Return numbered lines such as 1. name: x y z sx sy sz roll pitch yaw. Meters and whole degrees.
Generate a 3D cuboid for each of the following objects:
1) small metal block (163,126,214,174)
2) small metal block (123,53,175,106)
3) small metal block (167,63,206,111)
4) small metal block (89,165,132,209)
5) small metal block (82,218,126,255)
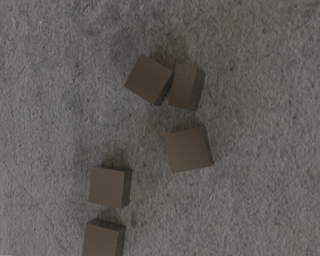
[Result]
1. small metal block: 0.037 0.028 0.395 0.050 0.025 0.050 -14 86 19
2. small metal block: -0.012 -0.063 0.412 0.050 0.025 0.050 33 100 16
3. small metal block: 0.034 -0.049 0.383 0.025 0.050 0.050 15 95 19
4. small metal block: -0.069 0.080 0.432 0.050 0.025 0.050 6 92 19
5. small metal block: -0.079 0.160 0.435 0.050 0.025 0.050 9 93 19
